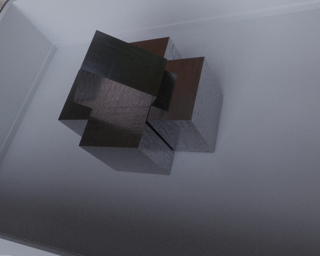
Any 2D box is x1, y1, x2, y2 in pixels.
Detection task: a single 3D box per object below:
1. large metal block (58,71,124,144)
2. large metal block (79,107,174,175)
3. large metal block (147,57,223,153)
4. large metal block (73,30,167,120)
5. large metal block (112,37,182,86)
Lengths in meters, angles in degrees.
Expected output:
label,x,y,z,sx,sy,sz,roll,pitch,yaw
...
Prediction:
label,x,y,z,sx,sy,sz,roll,pitch,yaw
large metal block,-0.081,-0.027,0.429,0.050,0.080,0.080,0,62,28
large metal block,-0.035,0.017,0.377,0.080,0.080,0.050,0,62,28
large metal block,0.034,-0.024,0.364,0.050,0.080,0.080,0,62,28
large metal block,-0.048,-0.053,0.354,0.080,0.080,0.050,20,65,-13
large metal block,-0.012,-0.072,0.420,0.080,0.080,0.050,0,62,28
